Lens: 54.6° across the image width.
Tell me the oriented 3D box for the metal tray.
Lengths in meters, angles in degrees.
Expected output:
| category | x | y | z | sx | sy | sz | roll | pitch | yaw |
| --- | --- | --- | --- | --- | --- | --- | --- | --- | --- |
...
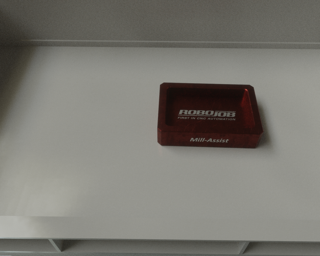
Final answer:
| category | x | y | z | sx | sy | sz | roll | pitch | yaw |
| --- | --- | --- | --- | --- | --- | --- | --- | --- | --- |
| metal tray | 0.064 | -0.019 | 0.418 | 0.131 | 0.030 | 0.090 | 2 | 50 | 1 |
